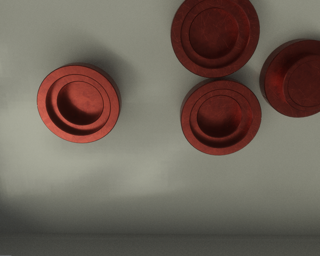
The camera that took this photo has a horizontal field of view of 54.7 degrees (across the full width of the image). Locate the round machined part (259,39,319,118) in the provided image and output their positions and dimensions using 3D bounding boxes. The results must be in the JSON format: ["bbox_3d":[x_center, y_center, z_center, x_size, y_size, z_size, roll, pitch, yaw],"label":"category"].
[{"bbox_3d":[0.178,-0.058,0.382,0.099,0.042,0.097,0,110,0],"label":"round machined part"}]

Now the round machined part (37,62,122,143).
[{"bbox_3d":[-0.097,-0.034,0.389,0.099,0.042,0.097,0,110,0],"label":"round machined part"}]

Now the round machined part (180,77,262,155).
[{"bbox_3d":[0.075,-0.018,0.396,0.099,0.042,0.097,0,110,0],"label":"round machined part"}]

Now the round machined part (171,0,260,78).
[{"bbox_3d":[0.061,-0.110,0.362,0.099,0.042,0.097,0,110,0],"label":"round machined part"}]
